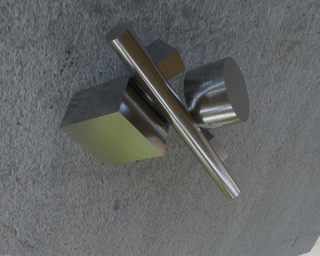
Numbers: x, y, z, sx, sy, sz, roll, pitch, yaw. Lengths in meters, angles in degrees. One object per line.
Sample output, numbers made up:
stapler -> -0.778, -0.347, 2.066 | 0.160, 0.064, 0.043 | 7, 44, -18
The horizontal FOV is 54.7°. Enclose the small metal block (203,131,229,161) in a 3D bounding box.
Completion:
small metal block -> 0.064, 0.021, 0.438 | 0.025, 0.050, 0.050 | -42, 130, 0

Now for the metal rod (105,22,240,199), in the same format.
metal rod -> 0.035, 0.005, 0.367 | 0.025, 0.025, 0.300 | -40, 130, -1

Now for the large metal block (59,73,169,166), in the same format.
large metal block -> -0.047, -0.005, 0.342 | 0.080, 0.050, 0.080 | -13, 138, 30

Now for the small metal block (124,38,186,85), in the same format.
small metal block -> -0.008, -0.071, 0.346 | 0.050, 0.050, 0.025 | -34, 129, -7

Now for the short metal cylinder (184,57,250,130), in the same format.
short metal cylinder -> 0.071, -0.041, 0.380 | 0.050, 0.080, 0.080 | -14, 139, 32
